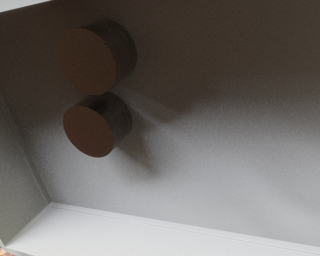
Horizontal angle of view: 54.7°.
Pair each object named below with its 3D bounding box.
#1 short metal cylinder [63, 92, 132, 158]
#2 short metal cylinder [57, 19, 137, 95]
[{"bbox_3d":[-0.086,-0.006,0.432,0.080,0.050,0.079,13,124,20],"label":"short metal cylinder"},{"bbox_3d":[-0.075,-0.087,0.377,0.080,0.050,0.079,13,124,20],"label":"short metal cylinder"}]
